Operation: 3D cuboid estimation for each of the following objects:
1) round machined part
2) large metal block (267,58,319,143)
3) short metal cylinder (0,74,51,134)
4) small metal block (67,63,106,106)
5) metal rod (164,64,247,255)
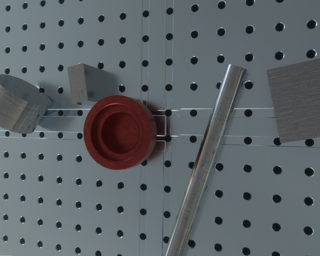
[{"bbox_3d":[-0.050,0.006,0.420,0.098,0.042,0.097,0,90,19],"label":"round machined part"},{"bbox_3d":[0.167,-0.030,0.341,0.080,0.050,0.080,-11,87,19],"label":"large metal block"},{"bbox_3d":[-0.210,-0.035,0.456,0.080,0.080,0.050,39,102,15],"label":"short metal cylinder"},{"bbox_3d":[-0.101,-0.059,0.434,0.025,0.050,0.050,-8,87,19],"label":"small metal block"},{"bbox_3d":[0.050,0.067,0.394,0.025,0.025,0.298,20,96,18],"label":"metal rod"}]
